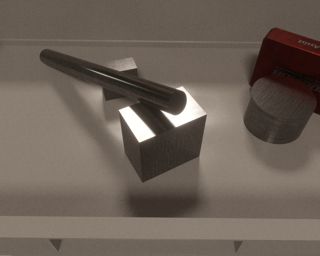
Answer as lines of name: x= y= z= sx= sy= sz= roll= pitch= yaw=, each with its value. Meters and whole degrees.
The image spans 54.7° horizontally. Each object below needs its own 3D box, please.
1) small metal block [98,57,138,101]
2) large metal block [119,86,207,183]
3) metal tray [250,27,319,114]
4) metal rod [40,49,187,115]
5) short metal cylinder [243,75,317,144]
small metal block: x=-0.059 y=-0.070 z=0.447 sx=0.050 sy=0.050 sz=0.025 roll=-13 pitch=52 yaw=-11
large metal block: x=0.003 y=0.008 z=0.362 sx=0.081 sy=0.080 sz=0.050 roll=-23 pitch=54 yaw=-18
metal tray: x=0.200 y=-0.074 z=0.427 sx=0.130 sy=0.089 sz=0.030 roll=27 pitch=55 yaw=20
metal rod: x=-0.083 y=-0.070 z=0.400 sx=0.025 sy=0.025 sz=0.300 roll=-37 pitch=40 yaw=-27
short metal cylinder: x=0.157 y=-0.025 z=0.412 sx=0.081 sy=0.050 sz=0.080 roll=0 pitch=50 yaw=0
